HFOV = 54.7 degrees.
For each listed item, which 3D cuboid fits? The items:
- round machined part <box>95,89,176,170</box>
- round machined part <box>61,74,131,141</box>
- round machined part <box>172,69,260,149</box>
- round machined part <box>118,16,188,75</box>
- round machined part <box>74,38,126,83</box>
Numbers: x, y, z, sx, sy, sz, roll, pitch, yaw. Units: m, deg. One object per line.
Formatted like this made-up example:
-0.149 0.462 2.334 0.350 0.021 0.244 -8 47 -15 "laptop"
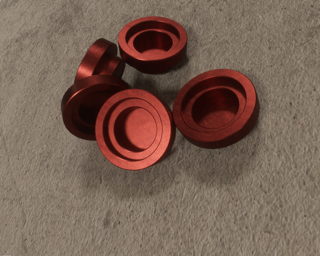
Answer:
-0.027 0.002 0.387 0.098 0.042 0.097 0 90 17 "round machined part"
-0.083 -0.032 0.418 0.098 0.098 0.042 -33 48 7 "round machined part"
0.068 -0.019 0.368 0.098 0.042 0.098 -13 56 20 "round machined part"
-0.010 -0.117 0.454 0.099 0.042 0.098 0 54 1 "round machined part"
-0.085 -0.079 0.460 0.042 0.098 0.098 26 72 1 "round machined part"
